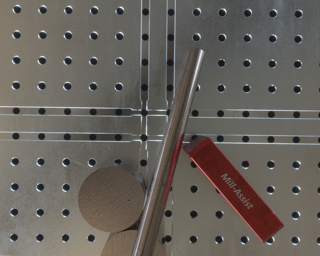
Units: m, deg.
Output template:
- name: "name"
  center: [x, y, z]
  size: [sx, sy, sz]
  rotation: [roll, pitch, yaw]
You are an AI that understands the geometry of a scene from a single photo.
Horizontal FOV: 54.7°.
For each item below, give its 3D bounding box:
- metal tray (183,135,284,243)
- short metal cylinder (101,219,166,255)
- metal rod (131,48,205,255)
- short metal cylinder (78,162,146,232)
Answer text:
- name: "metal tray"
  center: [0.084, 0.068, 0.381]
  size: [0.030, 0.090, 0.130]
  rotation: [-40, 90, 0]
- name: "short metal cylinder"
  center: [-0.033, 0.163, 0.401]
  size: [0.081, 0.050, 0.079]
  rotation: [0, 90, 0]
- name: "metal rod"
  center: [0.009, 0.040, 0.382]
  size: [0.025, 0.025, 0.299]
  rotation: [16, 78, 0]
- name: "short metal cylinder"
  center: [-0.059, 0.087, 0.400]
  size: [0.081, 0.050, 0.079]
  rotation: [0, 90, 0]
